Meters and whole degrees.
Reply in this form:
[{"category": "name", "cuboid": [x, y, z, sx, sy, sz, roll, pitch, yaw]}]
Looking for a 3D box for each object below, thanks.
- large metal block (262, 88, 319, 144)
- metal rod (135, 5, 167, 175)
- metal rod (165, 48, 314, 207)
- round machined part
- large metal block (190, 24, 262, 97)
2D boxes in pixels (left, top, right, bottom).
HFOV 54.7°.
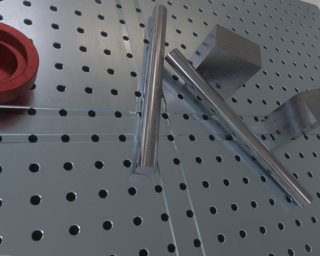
[{"category": "large metal block", "cuboid": [0.235, -0.021, 0.512, 0.081, 0.080, 0.050, -13, 69, -34]}, {"category": "metal rod", "cuboid": [-0.008, -0.075, 0.449, 0.025, 0.025, 0.300, 17, 55, -19]}, {"category": "metal rod", "cuboid": [0.116, -0.002, 0.466, 0.300, 0.025, 0.025, 48, 51, 3]}, {"category": "round machined part", "cuboid": [-0.187, -0.067, 0.338, 0.099, 0.042, 0.098, 14, 56, -21]}, {"category": "large metal block", "cuboid": [0.101, -0.104, 0.491, 0.080, 0.080, 0.050, 21, 54, -16]}]
